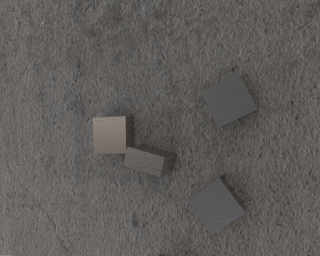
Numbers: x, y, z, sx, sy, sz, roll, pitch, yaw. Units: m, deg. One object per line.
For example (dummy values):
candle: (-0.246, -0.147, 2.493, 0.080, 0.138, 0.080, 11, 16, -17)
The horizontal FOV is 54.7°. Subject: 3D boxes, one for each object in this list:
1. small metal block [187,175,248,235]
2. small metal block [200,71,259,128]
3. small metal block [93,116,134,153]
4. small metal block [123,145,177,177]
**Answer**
small metal block: (0.071, 0.095, 0.384, 0.050, 0.025, 0.050, -40, 78, 15)
small metal block: (0.085, -0.033, 0.379, 0.050, 0.025, 0.050, -28, 81, 17)
small metal block: (-0.065, 0.010, 0.432, 0.050, 0.025, 0.050, -2, 90, 20)
small metal block: (-0.012, 0.041, 0.400, 0.050, 0.050, 0.025, 15, 95, 19)
